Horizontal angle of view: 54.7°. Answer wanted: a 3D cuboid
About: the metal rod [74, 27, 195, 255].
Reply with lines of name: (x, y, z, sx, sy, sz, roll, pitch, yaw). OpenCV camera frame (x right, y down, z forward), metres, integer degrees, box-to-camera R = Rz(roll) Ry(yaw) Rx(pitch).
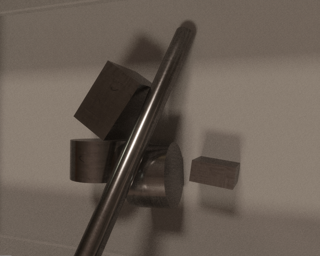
metal rod: (-0.022, 0.008, 0.352, 0.025, 0.025, 0.300, 16, 70, 19)

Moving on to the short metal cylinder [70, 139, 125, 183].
short metal cylinder: (-0.077, 0.040, 0.407, 0.080, 0.080, 0.050, 1, 91, 19)

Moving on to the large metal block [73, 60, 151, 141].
large metal block: (-0.050, -0.032, 0.398, 0.050, 0.080, 0.080, 37, 102, 16)

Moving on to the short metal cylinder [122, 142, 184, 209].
short metal cylinder: (-0.006, 0.058, 0.382, 0.050, 0.080, 0.079, -2, 89, 20)

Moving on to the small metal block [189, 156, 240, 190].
small metal block: (0.067, 0.053, 0.373, 0.050, 0.050, 0.025, 9, 93, 19)
